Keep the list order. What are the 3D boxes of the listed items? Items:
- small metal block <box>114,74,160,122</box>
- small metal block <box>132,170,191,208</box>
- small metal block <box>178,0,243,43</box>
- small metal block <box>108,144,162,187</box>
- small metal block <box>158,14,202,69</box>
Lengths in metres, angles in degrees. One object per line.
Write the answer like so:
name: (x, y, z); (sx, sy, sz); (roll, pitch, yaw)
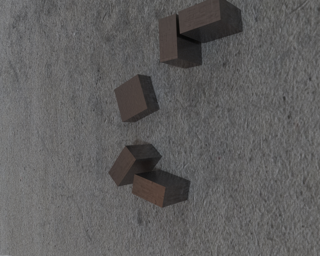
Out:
small metal block: (-0.033, -0.040, 0.432); (0.050, 0.025, 0.050); (-26, 74, 37)
small metal block: (0.002, 0.074, 0.387); (0.050, 0.050, 0.025); (15, 100, 39)
small metal block: (0.056, -0.118, 0.342); (0.050, 0.050, 0.025); (-7, 86, 40)
small metal block: (-0.033, 0.049, 0.416); (0.025, 0.050, 0.050); (49, 119, 29)
small metal block: (0.025, -0.101, 0.368); (0.025, 0.050, 0.050); (-4, 88, 40)
